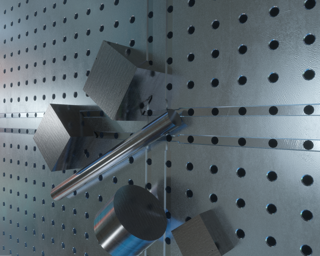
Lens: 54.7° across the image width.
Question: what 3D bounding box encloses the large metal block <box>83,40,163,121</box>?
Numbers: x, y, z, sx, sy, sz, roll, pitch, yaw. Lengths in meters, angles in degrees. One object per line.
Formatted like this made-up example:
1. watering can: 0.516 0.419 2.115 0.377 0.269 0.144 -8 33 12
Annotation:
1. large metal block: -0.054 -0.066 0.438 0.080 0.050 0.080 43 116 31

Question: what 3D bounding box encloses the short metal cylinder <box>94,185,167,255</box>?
1. short metal cylinder: -0.038 0.122 0.405 0.050 0.081 0.080 -49 61 29

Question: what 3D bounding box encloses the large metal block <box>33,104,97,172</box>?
1. large metal block: -0.164 0.016 0.529 0.080 0.050 0.080 50 119 28

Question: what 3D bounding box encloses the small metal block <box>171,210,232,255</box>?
1. small metal block: 0.048 0.134 0.370 0.050 0.025 0.050 -42 65 32

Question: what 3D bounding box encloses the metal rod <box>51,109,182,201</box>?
1. metal rod: -0.084 0.053 0.478 0.299 0.025 0.025 -33 70 35
